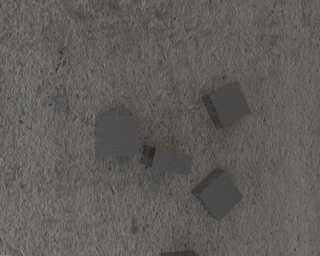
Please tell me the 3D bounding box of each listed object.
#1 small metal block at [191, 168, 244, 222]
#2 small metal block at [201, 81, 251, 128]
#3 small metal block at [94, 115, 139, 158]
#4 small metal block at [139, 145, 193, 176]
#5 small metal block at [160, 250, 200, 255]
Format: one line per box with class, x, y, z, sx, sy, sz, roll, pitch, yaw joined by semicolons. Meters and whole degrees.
small metal block;0.081;0.094;0.439;0.050;0.025;0.050;-40;103;-16
small metal block;0.095;-0.033;0.444;0.050;0.025;0.050;-28;100;-18
small metal block;-0.055;0.010;0.389;0.050;0.025;0.050;-2;91;-20
small metal block;0.007;0.041;0.398;0.050;0.050;0.025;15;85;-20
small metal block;0.031;0.185;0.407;0.050;0.050;0.025;3;89;-20
